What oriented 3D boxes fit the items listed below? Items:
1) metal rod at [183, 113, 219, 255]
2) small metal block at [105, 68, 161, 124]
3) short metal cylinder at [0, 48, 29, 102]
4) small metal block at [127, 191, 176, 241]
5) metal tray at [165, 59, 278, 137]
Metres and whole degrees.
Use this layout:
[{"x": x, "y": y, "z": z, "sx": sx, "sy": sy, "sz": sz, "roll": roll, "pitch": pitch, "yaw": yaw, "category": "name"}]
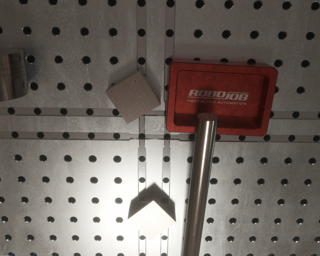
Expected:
[{"x": 0.051, "y": 0.119, "z": 0.440, "sx": 0.025, "sy": 0.025, "sz": 0.298, "roll": 2, "pitch": 117, "yaw": -1, "category": "metal rod"}, {"x": -0.034, "y": -0.041, "z": 0.398, "sx": 0.050, "sy": 0.025, "sz": 0.050, "roll": -30, "pitch": 108, "yaw": 10, "category": "small metal block"}, {"x": -0.199, "y": -0.063, "z": 0.358, "sx": 0.081, "sy": 0.080, "sz": 0.050, "roll": 1, "pitch": 110, "yaw": -1, "category": "short metal cylinder"}, {"x": -0.012, "y": 0.131, "z": 0.462, "sx": 0.050, "sy": 0.025, "sz": 0.050, "roll": -39, "pitch": 106, "yaw": 13, "category": "small metal block"}, {"x": 0.075, "y": -0.038, "z": 0.397, "sx": 0.131, "sy": 0.030, "sz": 0.089, "roll": 3, "pitch": 110, "yaw": -2, "category": "metal tray"}]
